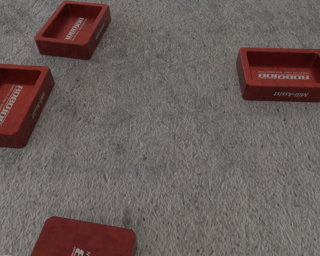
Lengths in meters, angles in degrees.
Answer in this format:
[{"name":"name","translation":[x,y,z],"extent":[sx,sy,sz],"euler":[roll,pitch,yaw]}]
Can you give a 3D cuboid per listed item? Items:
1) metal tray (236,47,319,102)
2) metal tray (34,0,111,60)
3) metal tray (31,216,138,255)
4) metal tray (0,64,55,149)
[{"name":"metal tray","translation":[0.188,-0.082,0.469],"extent":[0.131,0.030,0.090],"euler":[2,50,1]},{"name":"metal tray","translation":[-0.149,-0.176,0.546],"extent":[0.090,0.030,0.130],"euler":[8,50,7]},{"name":"metal tray","translation":[-0.078,0.150,0.273],"extent":[0.090,0.030,0.130],"euler":[8,50,6]},{"name":"metal tray","translation":[-0.212,-0.035,0.427],"extent":[0.091,0.030,0.130],"euler":[4,50,3]}]
